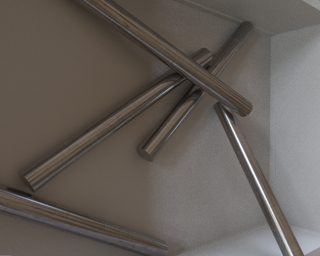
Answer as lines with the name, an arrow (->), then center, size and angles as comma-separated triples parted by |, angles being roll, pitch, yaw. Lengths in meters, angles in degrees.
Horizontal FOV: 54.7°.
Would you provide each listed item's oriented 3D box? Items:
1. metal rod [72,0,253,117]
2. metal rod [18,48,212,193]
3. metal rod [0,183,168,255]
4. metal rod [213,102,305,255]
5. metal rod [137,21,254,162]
metal rod -> 0.010, -0.092, 0.388 | 0.301, 0.025, 0.025 | 29, 72, -28
metal rod -> -0.031, -0.028, 0.380 | 0.302, 0.025, 0.025 | -39, 114, -33
metal rod -> -0.102, 0.093, 0.320 | 0.301, 0.025, 0.025 | 33, 70, -35
metal rod -> 0.147, 0.092, 0.437 | 0.025, 0.025, 0.299 | -3, 63, -40
metal rod -> 0.065, -0.069, 0.460 | 0.301, 0.025, 0.025 | -51, 120, -28
